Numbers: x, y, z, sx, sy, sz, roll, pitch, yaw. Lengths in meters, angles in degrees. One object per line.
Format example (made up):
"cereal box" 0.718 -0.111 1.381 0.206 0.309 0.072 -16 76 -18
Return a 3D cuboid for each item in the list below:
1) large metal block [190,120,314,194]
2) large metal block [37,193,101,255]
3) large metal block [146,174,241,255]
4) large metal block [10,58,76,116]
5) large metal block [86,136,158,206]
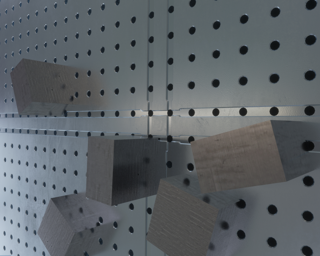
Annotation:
"large metal block" 0.090 0.027 0.300 0.080 0.081 0.050 -19 78 38
"large metal block" -0.155 0.171 0.523 0.080 0.050 0.080 40 114 32
"large metal block" 0.037 0.109 0.363 0.080 0.050 0.080 21 104 38
"large metal block" -0.205 -0.069 0.545 0.050 0.081 0.080 -29 72 36
"large metal block" -0.049 0.052 0.416 0.050 0.081 0.080 5 93 40
